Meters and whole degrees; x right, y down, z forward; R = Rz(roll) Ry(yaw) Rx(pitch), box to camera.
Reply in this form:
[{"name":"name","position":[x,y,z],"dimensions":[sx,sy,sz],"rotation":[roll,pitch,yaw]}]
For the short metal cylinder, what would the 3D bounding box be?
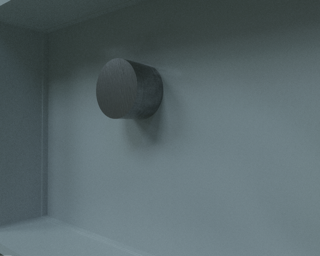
[{"name":"short metal cylinder","position":[-0.042,-0.052,0.427],"dimensions":[0.080,0.050,0.080],"rotation":[0,90,40]}]
